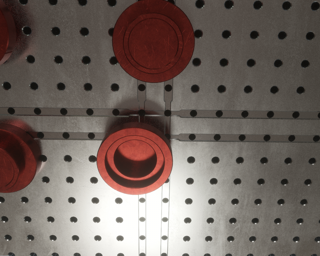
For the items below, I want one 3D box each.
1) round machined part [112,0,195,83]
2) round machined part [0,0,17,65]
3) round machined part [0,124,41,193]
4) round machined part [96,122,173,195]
[{"bbox_3d":[-0.008,-0.101,0.367,0.099,0.042,0.097,0,110,-1],"label":"round machined part"},{"bbox_3d":[-0.216,-0.116,0.359,0.099,0.042,0.097,0,110,-1],"label":"round machined part"},{"bbox_3d":[-0.217,0.046,0.418,0.099,0.042,0.097,0,110,-1],"label":"round machined part"},{"bbox_3d":[-0.033,0.038,0.418,0.099,0.042,0.097,0,110,-1],"label":"round machined part"}]
